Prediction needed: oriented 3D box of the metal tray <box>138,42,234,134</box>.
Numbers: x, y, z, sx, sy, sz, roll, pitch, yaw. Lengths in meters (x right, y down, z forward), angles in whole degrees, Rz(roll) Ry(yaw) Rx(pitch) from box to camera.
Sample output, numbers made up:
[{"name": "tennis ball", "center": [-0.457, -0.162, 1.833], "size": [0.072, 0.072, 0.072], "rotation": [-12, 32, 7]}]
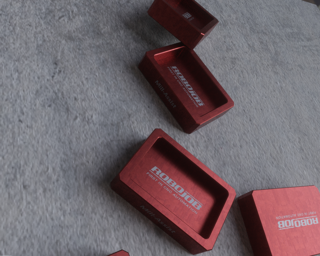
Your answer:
[{"name": "metal tray", "center": [0.040, -0.064, 0.462], "size": [0.091, 0.030, 0.130], "rotation": [-27, 77, -37]}]

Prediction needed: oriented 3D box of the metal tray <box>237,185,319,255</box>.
[{"name": "metal tray", "center": [0.176, 0.128, 0.420], "size": [0.131, 0.030, 0.090], "rotation": [2, 61, -28]}]

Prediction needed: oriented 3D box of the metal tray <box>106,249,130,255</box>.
[{"name": "metal tray", "center": [-0.075, 0.170, 0.257], "size": [0.131, 0.030, 0.090], "rotation": [-11, 67, -33]}]

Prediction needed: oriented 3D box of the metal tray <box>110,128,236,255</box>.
[{"name": "metal tray", "center": [0.019, 0.073, 0.368], "size": [0.130, 0.030, 0.090], "rotation": [40, 51, -2]}]

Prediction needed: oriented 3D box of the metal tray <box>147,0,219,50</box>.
[{"name": "metal tray", "center": [0.043, -0.184, 0.514], "size": [0.090, 0.030, 0.131], "rotation": [39, 34, -2]}]
